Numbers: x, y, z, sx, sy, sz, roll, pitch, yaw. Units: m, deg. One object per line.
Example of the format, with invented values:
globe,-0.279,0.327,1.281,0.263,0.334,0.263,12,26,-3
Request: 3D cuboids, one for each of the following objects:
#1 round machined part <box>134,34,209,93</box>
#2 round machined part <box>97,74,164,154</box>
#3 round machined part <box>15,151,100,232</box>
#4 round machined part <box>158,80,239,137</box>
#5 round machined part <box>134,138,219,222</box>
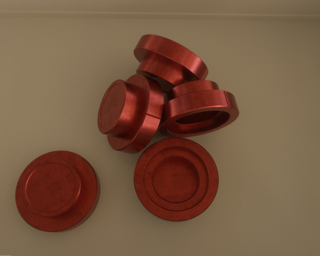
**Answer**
round machined part,0.009,-0.074,0.399,0.098,0.098,0.042,26,84,9
round machined part,-0.042,-0.020,0.375,0.042,0.098,0.098,19,66,-32
round machined part,-0.125,0.074,0.373,0.099,0.042,0.098,0,70,0
round machined part,0.043,-0.025,0.380,0.099,0.098,0.042,-10,71,-4
round machined part,0.019,0.064,0.377,0.099,0.042,0.098,0,70,0
